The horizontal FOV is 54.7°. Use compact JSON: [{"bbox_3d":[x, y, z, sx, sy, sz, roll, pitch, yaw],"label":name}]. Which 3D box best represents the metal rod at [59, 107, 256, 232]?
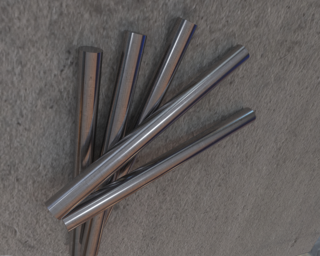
[{"bbox_3d":[0.014,0.043,0.409,0.302,0.025,0.025,-27,129,-25],"label":"metal rod"}]

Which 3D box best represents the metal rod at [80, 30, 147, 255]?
[{"bbox_3d":[-0.062,0.034,0.379,0.025,0.025,0.298,3,112,-30],"label":"metal rod"}]

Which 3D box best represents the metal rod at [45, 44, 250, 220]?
[{"bbox_3d":[-0.003,-0.005,0.368,0.301,0.025,0.025,-40,130,-15],"label":"metal rod"}]

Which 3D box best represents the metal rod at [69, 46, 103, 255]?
[{"bbox_3d":[-0.096,0.049,0.386,0.025,0.025,0.298,-4,120,-27],"label":"metal rod"}]

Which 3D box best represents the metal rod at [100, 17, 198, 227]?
[{"bbox_3d":[-0.029,0.007,0.396,0.025,0.025,0.298,13,112,-34],"label":"metal rod"}]
